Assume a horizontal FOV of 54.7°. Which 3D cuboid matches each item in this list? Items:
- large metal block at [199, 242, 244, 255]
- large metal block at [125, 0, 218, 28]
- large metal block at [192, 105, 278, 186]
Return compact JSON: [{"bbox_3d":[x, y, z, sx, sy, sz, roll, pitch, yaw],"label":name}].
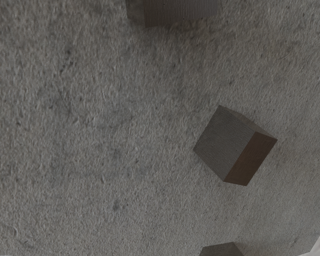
[{"bbox_3d":[0.121,0.288,0.638,0.081,0.050,0.079,4,117,-31],"label":"large metal block"},{"bbox_3d":[0.009,-0.151,0.304,0.081,0.050,0.079,-17,126,-19],"label":"large metal block"},{"bbox_3d":[0.105,0.024,0.446,0.050,0.080,0.080,17,109,-35],"label":"large metal block"}]
